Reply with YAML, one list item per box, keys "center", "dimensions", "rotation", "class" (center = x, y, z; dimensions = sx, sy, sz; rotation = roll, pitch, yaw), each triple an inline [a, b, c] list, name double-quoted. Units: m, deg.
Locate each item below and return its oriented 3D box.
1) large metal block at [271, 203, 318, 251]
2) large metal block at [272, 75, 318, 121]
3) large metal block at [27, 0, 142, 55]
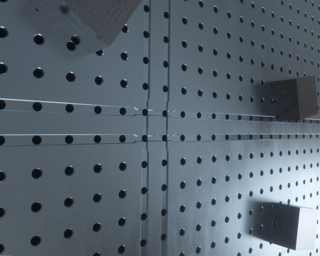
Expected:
- center: [0.274, 0.198, 0.627]
  dimensions: [0.081, 0.050, 0.080]
  rotation: [16, 80, -39]
  class: "large metal block"
- center: [0.274, -0.061, 0.627]
  dimensions: [0.081, 0.050, 0.079]
  rotation: [-15, 100, -39]
  class: "large metal block"
- center: [-0.075, -0.139, 0.331]
  dimensions: [0.080, 0.050, 0.080]
  rotation: [42, 64, -32]
  class: "large metal block"
